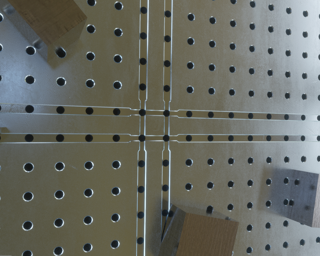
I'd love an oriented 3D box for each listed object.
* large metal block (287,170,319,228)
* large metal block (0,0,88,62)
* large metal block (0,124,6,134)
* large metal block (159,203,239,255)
[{"bbox_3d":[0.260,0.114,0.498,0.081,0.050,0.080,11,87,-20],"label":"large metal block"},{"bbox_3d":[-0.130,-0.126,0.335,0.050,0.080,0.080,-43,104,-15],"label":"large metal block"},{"bbox_3d":[-0.223,0.007,0.317,0.080,0.050,0.080,39,78,-16],"label":"large metal block"},{"bbox_3d":[0.051,0.154,0.420,0.081,0.050,0.080,16,85,-20],"label":"large metal block"}]
